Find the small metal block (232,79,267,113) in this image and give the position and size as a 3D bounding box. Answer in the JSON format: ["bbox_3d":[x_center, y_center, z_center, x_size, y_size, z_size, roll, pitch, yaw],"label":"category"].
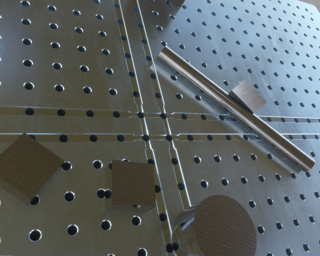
[{"bbox_3d":[0.144,-0.052,0.503,0.050,0.025,0.050,46,13,4],"label":"small metal block"}]

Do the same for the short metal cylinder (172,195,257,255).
[{"bbox_3d":[0.061,0.122,0.352,0.081,0.050,0.080,14,56,-21],"label":"short metal cylinder"}]

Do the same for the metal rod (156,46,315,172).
[{"bbox_3d":[0.122,-0.029,0.493,0.301,0.025,0.025,37,51,-4],"label":"metal rod"}]

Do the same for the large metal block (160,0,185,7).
[{"bbox_3d":[0.018,-0.275,0.552,0.081,0.080,0.050,9,58,-24],"label":"large metal block"}]

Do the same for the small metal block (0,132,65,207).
[{"bbox_3d":[-0.134,0.041,0.311,0.050,0.025,0.050,37,51,-4],"label":"small metal block"}]

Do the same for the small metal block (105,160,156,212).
[{"bbox_3d":[-0.034,0.066,0.351,0.050,0.025,0.050,9,58,-24],"label":"small metal block"}]
